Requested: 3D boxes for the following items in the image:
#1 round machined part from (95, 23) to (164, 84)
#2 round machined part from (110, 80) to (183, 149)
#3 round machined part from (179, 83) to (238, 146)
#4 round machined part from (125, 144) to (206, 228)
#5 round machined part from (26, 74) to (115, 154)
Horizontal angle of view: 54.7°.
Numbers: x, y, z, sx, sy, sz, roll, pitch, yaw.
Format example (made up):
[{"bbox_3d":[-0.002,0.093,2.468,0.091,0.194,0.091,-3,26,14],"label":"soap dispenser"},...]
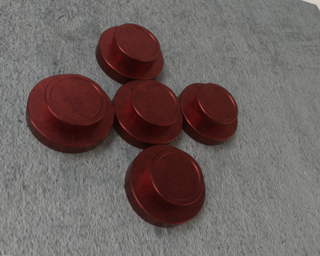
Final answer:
[{"bbox_3d":[-0.039,-0.110,0.442,0.099,0.042,0.098,14,56,-21],"label":"round machined part"},{"bbox_3d":[-0.013,-0.023,0.403,0.099,0.042,0.098,14,56,-21],"label":"round machined part"},{"bbox_3d":[0.074,-0.026,0.452,0.099,0.042,0.098,14,56,-21],"label":"round machined part"},{"bbox_3d":[0.012,0.063,0.363,0.099,0.042,0.098,14,56,-21],"label":"round machined part"},{"bbox_3d":[-0.099,-0.023,0.356,0.099,0.042,0.098,14,56,-21],"label":"round machined part"}]
